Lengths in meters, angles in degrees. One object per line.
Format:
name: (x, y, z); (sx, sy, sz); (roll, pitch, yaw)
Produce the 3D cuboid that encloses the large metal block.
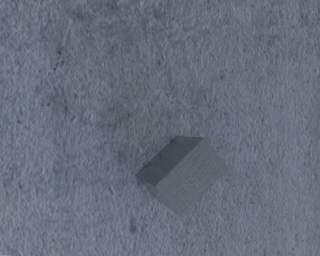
large metal block: (0.025, 0.056, 0.390); (0.080, 0.080, 0.050); (-43, 104, -15)
